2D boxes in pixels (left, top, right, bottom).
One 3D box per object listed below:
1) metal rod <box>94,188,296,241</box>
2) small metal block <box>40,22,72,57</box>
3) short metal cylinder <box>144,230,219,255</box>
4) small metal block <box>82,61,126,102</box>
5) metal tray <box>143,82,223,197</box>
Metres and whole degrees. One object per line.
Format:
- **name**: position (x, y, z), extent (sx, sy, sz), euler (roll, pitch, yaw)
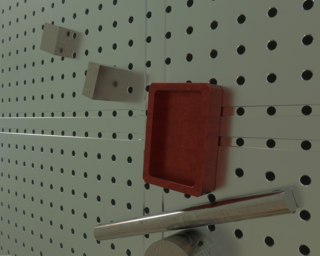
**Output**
- **metal rod**: position (0.017, 0.117, 0.393), extent (0.299, 0.025, 0.025), euler (-23, 76, 37)
- **small metal block**: position (-0.190, -0.160, 0.563), extent (0.050, 0.025, 0.050), euler (26, 106, 36)
- **short metal cylinder**: position (0.026, 0.168, 0.370), extent (0.080, 0.050, 0.079), euler (0, 90, 39)
- **small metal block**: position (-0.082, -0.068, 0.459), extent (0.025, 0.050, 0.050), euler (25, 106, 37)
- **metal tray**: position (0.025, 0.010, 0.383), extent (0.090, 0.030, 0.129), euler (7, 95, 39)
